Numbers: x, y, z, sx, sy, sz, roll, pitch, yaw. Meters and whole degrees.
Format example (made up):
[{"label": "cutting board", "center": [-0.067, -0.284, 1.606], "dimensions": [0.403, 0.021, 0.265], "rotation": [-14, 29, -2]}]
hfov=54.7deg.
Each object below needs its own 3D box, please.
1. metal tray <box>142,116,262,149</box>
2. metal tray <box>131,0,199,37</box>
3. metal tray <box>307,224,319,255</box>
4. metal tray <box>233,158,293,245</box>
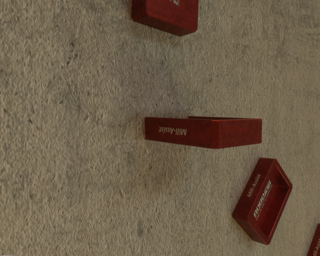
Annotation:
[{"label": "metal tray", "center": [0.049, 0.002, 0.394], "dimensions": [0.091, 0.130, 0.030], "rotation": [-3, 95, -40]}, {"label": "metal tray", "center": [0.010, -0.197, 0.409], "dimensions": [0.091, 0.030, 0.129], "rotation": [4, 88, -40]}, {"label": "metal tray", "center": [0.379, 0.302, 0.719], "dimensions": [0.090, 0.030, 0.130], "rotation": [51, 60, -28]}, {"label": "metal tray", "center": [0.189, 0.130, 0.559], "dimensions": [0.090, 0.030, 0.130], "rotation": [50, 61, -28]}]
